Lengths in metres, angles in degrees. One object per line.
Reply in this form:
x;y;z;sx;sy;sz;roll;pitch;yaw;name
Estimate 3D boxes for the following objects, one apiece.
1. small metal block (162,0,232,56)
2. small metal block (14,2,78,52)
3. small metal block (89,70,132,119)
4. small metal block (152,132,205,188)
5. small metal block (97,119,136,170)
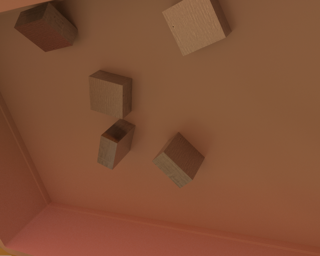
0.038;-0.110;0.320;0.050;0.025;0.050;-17;110;34;small metal block
-0.142;-0.124;0.388;0.050;0.025;0.050;-3;155;29;small metal block
-0.066;-0.045;0.414;0.050;0.025;0.050;17;125;18;small metal block
0.025;0.041;0.403;0.050;0.050;0.025;44;129;-3;small metal block
-0.061;0.022;0.437;0.025;0.050;0.050;25;127;12;small metal block
